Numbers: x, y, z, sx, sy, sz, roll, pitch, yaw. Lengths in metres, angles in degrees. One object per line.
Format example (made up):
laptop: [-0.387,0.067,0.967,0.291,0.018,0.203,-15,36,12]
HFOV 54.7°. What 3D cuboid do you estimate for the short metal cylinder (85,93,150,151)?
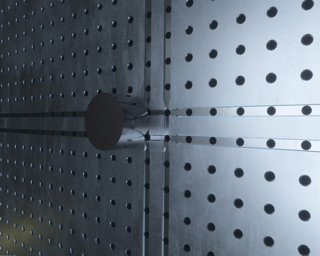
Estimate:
short metal cylinder: [-0.062,-0.009,0.442,0.080,0.050,0.079,0,90,39]
